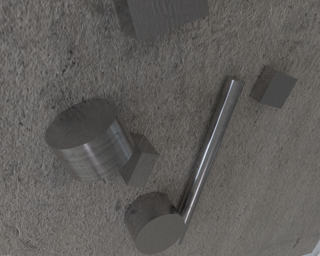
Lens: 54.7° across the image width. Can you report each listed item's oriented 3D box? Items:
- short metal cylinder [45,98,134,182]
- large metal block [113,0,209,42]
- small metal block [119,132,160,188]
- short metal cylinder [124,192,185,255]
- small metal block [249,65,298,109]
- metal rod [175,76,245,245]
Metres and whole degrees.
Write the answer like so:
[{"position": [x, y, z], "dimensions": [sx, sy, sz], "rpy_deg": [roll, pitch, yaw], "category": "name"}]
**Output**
[{"position": [-0.075, 0.012, 0.338], "dimensions": [0.080, 0.080, 0.050], "rpy_deg": [-29, 128, -10], "category": "short metal cylinder"}, {"position": [-0.004, -0.142, 0.301], "dimensions": [0.080, 0.050, 0.080], "rpy_deg": [-25, 128, -13], "category": "large metal block"}, {"position": [-0.031, 0.040, 0.399], "dimensions": [0.025, 0.050, 0.050], "rpy_deg": [12, 112, -34], "category": "small metal block"}, {"position": [-0.009, 0.146, 0.476], "dimensions": [0.081, 0.050, 0.079], "rpy_deg": [-14, 124, -21], "category": "short metal cylinder"}, {"position": [0.169, -0.060, 0.462], "dimensions": [0.050, 0.025, 0.050], "rpy_deg": [10, 113, -33], "category": "small metal block"}, {"position": [0.066, 0.064, 0.482], "dimensions": [0.025, 0.025, 0.298], "rpy_deg": [2, 118, -30], "category": "metal rod"}]
